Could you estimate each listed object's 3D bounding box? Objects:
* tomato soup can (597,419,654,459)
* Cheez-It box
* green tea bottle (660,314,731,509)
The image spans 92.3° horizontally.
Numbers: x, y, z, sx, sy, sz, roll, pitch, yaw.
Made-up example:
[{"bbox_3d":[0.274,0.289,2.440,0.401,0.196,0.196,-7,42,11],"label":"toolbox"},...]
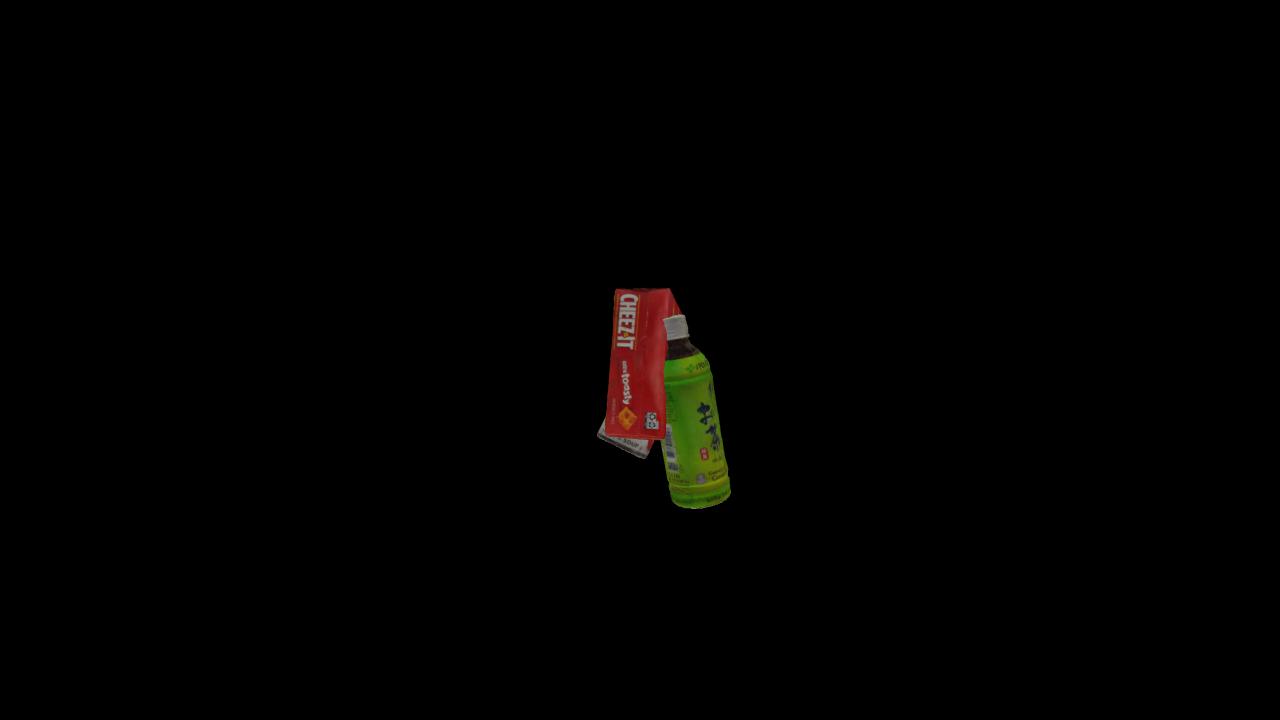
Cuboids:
[{"bbox_3d":[-0.002,0.060,0.740,0.068,0.101,0.068,26,-5,3],"label":"tomato soup can"},{"bbox_3d":[0.016,0.016,0.765,0.071,0.166,0.223,1,-7,10],"label":"Cheez-It box"},{"bbox_3d":[0.051,0.056,0.684,0.073,0.212,0.073,-11,9,2],"label":"green tea bottle"}]
